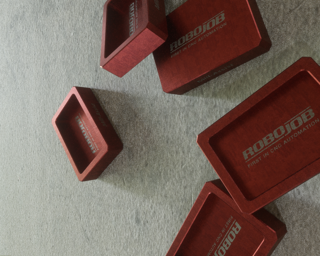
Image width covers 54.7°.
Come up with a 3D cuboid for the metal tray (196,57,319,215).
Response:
[{"bbox_3d":[0.111,0.009,0.290,0.130,0.030,0.090,-39,66,18],"label":"metal tray"}]

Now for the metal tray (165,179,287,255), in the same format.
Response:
[{"bbox_3d":[0.066,0.133,0.345,0.090,0.030,0.129,37,113,33],"label":"metal tray"}]

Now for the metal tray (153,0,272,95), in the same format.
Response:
[{"bbox_3d":[0.050,-0.104,0.359,0.130,0.030,0.090,-24,75,37],"label":"metal tray"}]

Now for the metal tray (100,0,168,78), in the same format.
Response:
[{"bbox_3d":[-0.036,-0.140,0.398,0.090,0.030,0.130,-31,48,35],"label":"metal tray"}]

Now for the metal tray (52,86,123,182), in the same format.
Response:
[{"bbox_3d":[-0.121,0.008,0.498,0.090,0.030,0.130,-48,62,29],"label":"metal tray"}]
